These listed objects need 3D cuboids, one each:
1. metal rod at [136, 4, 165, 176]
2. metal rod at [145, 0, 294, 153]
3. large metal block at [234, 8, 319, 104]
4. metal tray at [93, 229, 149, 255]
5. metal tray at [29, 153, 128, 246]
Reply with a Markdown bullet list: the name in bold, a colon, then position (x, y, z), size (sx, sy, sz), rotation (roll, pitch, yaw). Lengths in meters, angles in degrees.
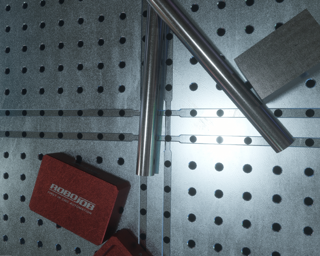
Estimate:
- **metal rod**: position (-0.010, -0.086, 0.415), size (0.025, 0.025, 0.298), rotation (5, 91, 19)
- **metal rod**: position (0.052, -0.094, 0.377), size (0.025, 0.025, 0.300), rotation (-41, 84, 15)
- **large metal block**: position (0.133, -0.071, 0.336), size (0.080, 0.080, 0.050), rotation (-35, 79, 16)
- **metal tray**: position (-0.041, 0.218, 0.423), size (0.130, 0.030, 0.090), rotation (45, 103, 14)
- **metal tray**: position (-0.121, 0.100, 0.451), size (0.130, 0.030, 0.089), rotation (20, 97, 18)
